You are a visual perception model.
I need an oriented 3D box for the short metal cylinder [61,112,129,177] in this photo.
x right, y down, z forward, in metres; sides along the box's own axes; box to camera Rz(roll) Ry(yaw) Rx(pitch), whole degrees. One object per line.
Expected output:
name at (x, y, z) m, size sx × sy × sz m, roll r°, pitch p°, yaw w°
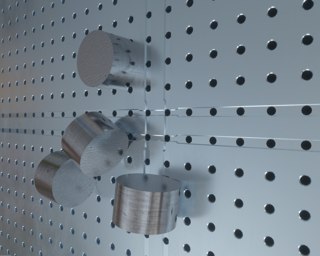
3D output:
short metal cylinder at (-0.093, 0.023, 0.448) m, size 0.050 × 0.081 × 0.079 m, roll 37°, pitch 113°, yaw 33°

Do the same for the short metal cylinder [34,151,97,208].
short metal cylinder at (-0.149, 0.080, 0.494) m, size 0.050 × 0.081 × 0.079 m, roll 10°, pitch 97°, yaw 39°

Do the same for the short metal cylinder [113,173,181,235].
short metal cylinder at (-0.017, 0.091, 0.385) m, size 0.080 × 0.081 × 0.050 m, roll 11°, pitch 97°, yaw 39°

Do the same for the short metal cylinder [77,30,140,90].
short metal cylinder at (-0.076, -0.097, 0.454) m, size 0.080 × 0.050 × 0.079 m, roll 0°, pitch 90°, yaw 39°
